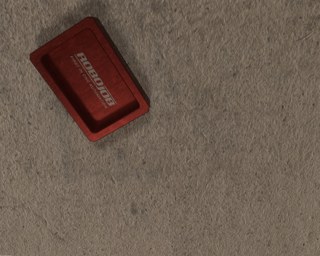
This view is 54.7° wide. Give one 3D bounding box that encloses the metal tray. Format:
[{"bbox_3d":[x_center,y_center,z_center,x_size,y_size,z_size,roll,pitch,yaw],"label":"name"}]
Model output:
[{"bbox_3d":[-0.082,-0.058,0.384,0.090,0.030,0.130,-29,108,10],"label":"metal tray"}]
